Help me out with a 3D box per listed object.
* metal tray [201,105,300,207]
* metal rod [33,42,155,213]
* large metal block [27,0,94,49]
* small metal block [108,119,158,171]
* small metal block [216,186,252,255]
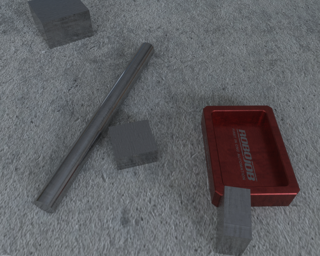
[{"bbox_3d":[0.102,0.029,0.376,0.091,0.030,0.130,0,50,-1],"label":"metal tray"},{"bbox_3d":[-0.072,-0.023,0.421,0.025,0.025,0.301,16,52,12],"label":"metal rod"},{"bbox_3d":[-0.175,-0.193,0.547,0.081,0.050,0.080,-25,55,-20],"label":"large metal block"},{"bbox_3d":[-0.034,0.020,0.386,0.050,0.025,0.050,-12,51,-10],"label":"small metal block"},{"bbox_3d":[0.073,0.094,0.309,0.025,0.050,0.050,7,51,5],"label":"small metal block"}]
